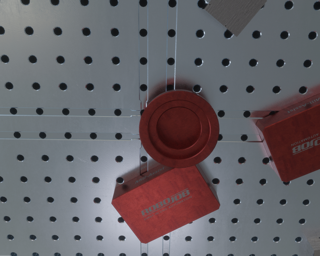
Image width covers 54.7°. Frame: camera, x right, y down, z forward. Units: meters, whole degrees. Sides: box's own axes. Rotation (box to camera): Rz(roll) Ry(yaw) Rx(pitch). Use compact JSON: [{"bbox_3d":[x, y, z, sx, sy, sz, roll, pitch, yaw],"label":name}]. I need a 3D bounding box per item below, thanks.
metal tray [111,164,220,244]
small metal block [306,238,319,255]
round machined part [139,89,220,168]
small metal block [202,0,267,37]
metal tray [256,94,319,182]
[{"bbox_3d":[0.008,0.102,0.448,0.130,0.030,0.090,-29,108,10],"label":"metal tray"},{"bbox_3d":[0.262,0.202,0.490,0.050,0.025,0.050,-6,110,2],"label":"small metal block"},{"bbox_3d":[0.025,-0.001,0.399,0.099,0.042,0.097,1,103,3],"label":"round machined part"},{"bbox_3d":[0.085,-0.143,0.361,0.050,0.025,0.050,36,106,-13],"label":"small metal block"},{"bbox_3d":[0.208,0.008,0.415,0.130,0.030,0.090,-24,109,8],"label":"metal tray"}]
